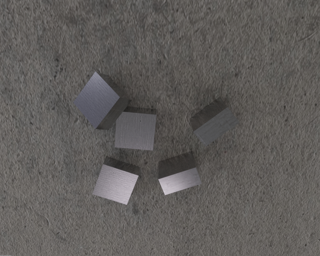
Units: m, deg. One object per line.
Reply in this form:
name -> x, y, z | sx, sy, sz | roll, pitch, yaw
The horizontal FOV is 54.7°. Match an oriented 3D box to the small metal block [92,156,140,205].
small metal block -> -0.061, 0.074, 0.436 | 0.050, 0.025, 0.050 | 19, 109, -7

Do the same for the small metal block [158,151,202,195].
small metal block -> 0.026, 0.060, 0.419 | 0.050, 0.050, 0.025 | -19, 109, 6

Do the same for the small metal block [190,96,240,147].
small metal block -> 0.067, -0.009, 0.393 | 0.050, 0.050, 0.025 | -37, 106, 12

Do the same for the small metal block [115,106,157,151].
small metal block -> -0.032, 0.000, 0.409 | 0.050, 0.025, 0.050 | 5, 110, -2

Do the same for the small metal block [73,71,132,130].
small metal block -> -0.072, -0.033, 0.384 | 0.050, 0.025, 0.050 | 46, 107, 22
